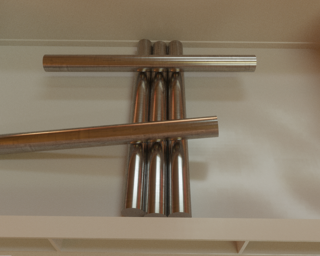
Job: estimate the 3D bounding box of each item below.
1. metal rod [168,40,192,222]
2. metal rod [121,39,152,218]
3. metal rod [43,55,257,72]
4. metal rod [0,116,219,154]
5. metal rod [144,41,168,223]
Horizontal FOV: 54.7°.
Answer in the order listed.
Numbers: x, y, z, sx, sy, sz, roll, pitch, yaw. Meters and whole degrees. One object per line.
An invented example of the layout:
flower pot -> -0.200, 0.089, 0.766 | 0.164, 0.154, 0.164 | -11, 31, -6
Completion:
metal rod -> 0.023, -0.021, 0.421 | 0.025, 0.025, 0.300 | 1, 50, 1
metal rod -> -0.027, -0.025, 0.425 | 0.025, 0.025, 0.300 | 1, 50, 0
metal rod -> -0.015, -0.094, 0.449 | 0.302, 0.025, 0.025 | 0, 50, 0
metal rod -> -0.083, 0.011, 0.370 | 0.302, 0.025, 0.025 | -5, 50, 5
metal rod -> -0.002, -0.020, 0.421 | 0.025, 0.025, 0.300 | 1, 50, 1
